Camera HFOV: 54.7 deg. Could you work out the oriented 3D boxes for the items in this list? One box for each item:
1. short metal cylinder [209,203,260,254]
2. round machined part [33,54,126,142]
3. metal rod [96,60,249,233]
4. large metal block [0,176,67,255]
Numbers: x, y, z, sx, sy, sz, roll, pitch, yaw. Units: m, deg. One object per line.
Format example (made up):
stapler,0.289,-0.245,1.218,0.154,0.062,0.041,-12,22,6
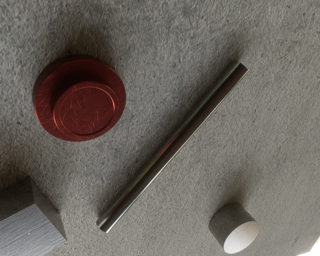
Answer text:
short metal cylinder,0.140,0.190,0.588,0.081,0.050,0.079,-14,125,-21
round machined part,-0.083,-0.026,0.335,0.099,0.042,0.097,-14,125,-21
metal rod,0.013,0.030,0.434,0.299,0.025,0.025,-50,129,7
large metal block,-0.171,0.118,0.371,0.080,0.050,0.080,-28,128,-11
